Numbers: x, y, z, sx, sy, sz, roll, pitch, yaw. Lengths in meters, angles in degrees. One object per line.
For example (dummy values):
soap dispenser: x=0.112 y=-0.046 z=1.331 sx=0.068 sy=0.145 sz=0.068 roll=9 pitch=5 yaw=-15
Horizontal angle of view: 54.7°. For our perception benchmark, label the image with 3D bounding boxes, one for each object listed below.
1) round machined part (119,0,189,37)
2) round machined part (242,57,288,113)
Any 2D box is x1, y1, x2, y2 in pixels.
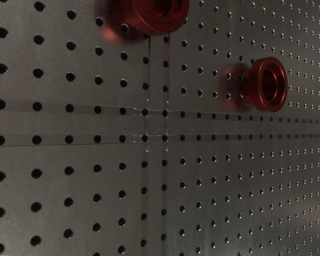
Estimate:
round machined part: x=-0.013 y=-0.164 z=0.389 sx=0.099 sy=0.042 sz=0.097 roll=0 pitch=90 yaw=-40
round machined part: x=0.186 y=-0.076 z=0.557 sx=0.099 sy=0.042 sz=0.097 roll=0 pitch=90 yaw=-40
